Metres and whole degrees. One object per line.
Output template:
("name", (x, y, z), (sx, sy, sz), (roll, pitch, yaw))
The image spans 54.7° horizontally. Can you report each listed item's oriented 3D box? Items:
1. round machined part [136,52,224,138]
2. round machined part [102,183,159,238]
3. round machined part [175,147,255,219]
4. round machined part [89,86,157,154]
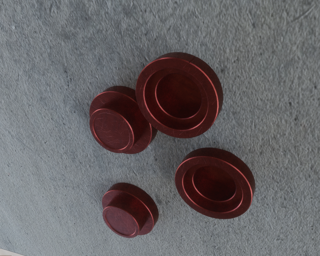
("round machined part", (0.025, -0.040, 0.358), (0.098, 0.042, 0.097), (13, 124, 21))
("round machined part", (-0.055, 0.142, 0.513), (0.098, 0.042, 0.097), (13, 124, 21))
("round machined part", (0.072, 0.066, 0.398), (0.098, 0.042, 0.097), (13, 124, 21))
("round machined part", (-0.056, -0.005, 0.423), (0.098, 0.042, 0.097), (13, 124, 21))
